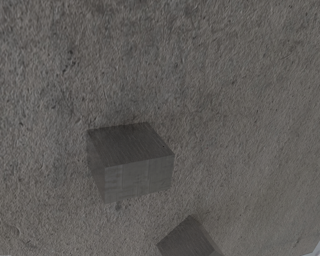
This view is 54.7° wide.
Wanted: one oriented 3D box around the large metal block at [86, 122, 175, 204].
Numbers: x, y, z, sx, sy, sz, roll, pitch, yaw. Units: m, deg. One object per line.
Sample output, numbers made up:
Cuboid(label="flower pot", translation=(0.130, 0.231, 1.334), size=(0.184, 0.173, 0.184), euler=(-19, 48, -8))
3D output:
Cuboid(label="large metal block", translation=(-0.039, 0.038, 0.373), size=(0.081, 0.080, 0.050), euler=(-8, 122, -24))

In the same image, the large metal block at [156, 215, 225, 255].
Cuboid(label="large metal block", translation=(0.053, 0.213, 0.532), size=(0.080, 0.080, 0.050), euler=(-42, 129, 0))
